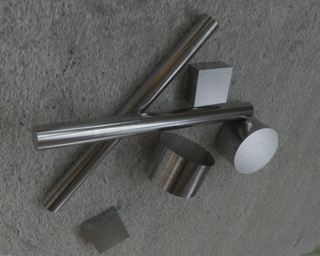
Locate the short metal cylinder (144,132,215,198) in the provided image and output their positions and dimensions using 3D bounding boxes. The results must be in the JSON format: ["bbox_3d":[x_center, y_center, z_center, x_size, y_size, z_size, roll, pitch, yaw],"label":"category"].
[{"bbox_3d":[0.026,0.048,0.415,0.081,0.080,0.050,14,111,-34],"label":"short metal cylinder"}]

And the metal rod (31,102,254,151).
[{"bbox_3d":[0.006,-0.009,0.377,0.303,0.025,0.025,-8,123,-34],"label":"metal rod"}]

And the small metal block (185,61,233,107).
[{"bbox_3d":[0.063,-0.058,0.405,0.050,0.025,0.050,-10,123,-23],"label":"small metal block"}]

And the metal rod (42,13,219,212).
[{"bbox_3d":[-0.039,-0.014,0.376,0.299,0.025,0.025,-48,129,6],"label":"metal rod"}]

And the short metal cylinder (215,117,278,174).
[{"bbox_3d":[0.133,0.023,0.478,0.081,0.050,0.079,-14,124,-21],"label":"short metal cylinder"}]

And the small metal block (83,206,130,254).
[{"bbox_3d":[-0.078,0.151,0.457,0.050,0.025,0.050,-27,128,-12],"label":"small metal block"}]
